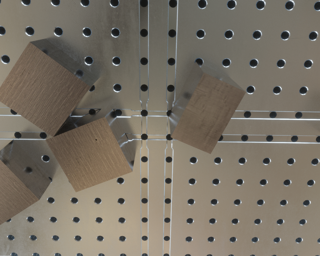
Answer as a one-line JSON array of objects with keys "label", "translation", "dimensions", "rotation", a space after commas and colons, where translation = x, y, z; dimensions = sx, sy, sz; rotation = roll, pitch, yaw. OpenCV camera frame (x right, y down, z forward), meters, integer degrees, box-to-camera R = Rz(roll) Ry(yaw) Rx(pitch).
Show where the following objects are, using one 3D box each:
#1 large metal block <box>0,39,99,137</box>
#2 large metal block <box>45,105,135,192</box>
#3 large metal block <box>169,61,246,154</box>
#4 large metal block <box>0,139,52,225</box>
[{"label": "large metal block", "translation": [-0.136, -0.050, 0.381], "dimensions": [0.080, 0.050, 0.080], "rotation": [37, 106, -13]}, {"label": "large metal block", "translation": [-0.087, 0.027, 0.409], "dimensions": [0.080, 0.050, 0.080], "rotation": [-21, 109, 7]}, {"label": "large metal block", "translation": [0.052, -0.028, 0.374], "dimensions": [0.050, 0.080, 0.080], "rotation": [23, 108, -8]}, {"label": "large metal block", "translation": [-0.214, 0.076, 0.426], "dimensions": [0.080, 0.050, 0.080], "rotation": [-33, 107, 11]}]
